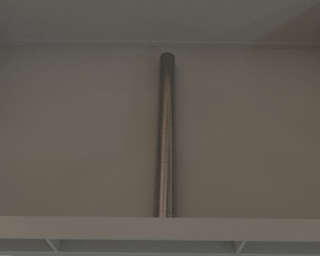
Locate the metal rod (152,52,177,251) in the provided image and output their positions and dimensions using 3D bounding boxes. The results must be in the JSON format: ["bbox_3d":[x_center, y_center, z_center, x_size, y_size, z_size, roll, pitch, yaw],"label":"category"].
[{"bbox_3d":[0.008,0.003,0.402,0.025,0.025,0.300,1,50,1],"label":"metal rod"}]
